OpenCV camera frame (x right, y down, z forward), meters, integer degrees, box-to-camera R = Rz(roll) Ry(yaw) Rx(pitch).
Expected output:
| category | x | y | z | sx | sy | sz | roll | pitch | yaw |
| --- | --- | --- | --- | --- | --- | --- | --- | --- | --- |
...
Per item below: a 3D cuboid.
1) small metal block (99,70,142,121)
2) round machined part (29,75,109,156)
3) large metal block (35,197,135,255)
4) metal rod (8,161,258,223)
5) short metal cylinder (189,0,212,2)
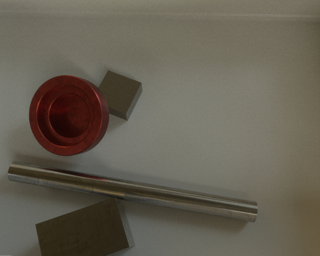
| category | x | y | z | sx | sy | sz | roll | pitch | yaw |
| --- | --- | --- | --- | --- | --- | --- | --- | --- | --- |
| small metal block | -0.058 | -0.045 | 0.425 | 0.050 | 0.025 | 0.050 | 22 | 71 | 7 |
| round machined part | -0.110 | -0.015 | 0.392 | 0.098 | 0.042 | 0.097 | 0 | 92 | 14 |
| large metal block | -0.076 | 0.117 | 0.337 | 0.081 | 0.080 | 0.050 | -18 | 71 | -7 |
| metal rod | -0.035 | 0.078 | 0.380 | 0.302 | 0.025 | 0.025 | 9 | 70 | 3 |
| short metal cylinder | 0.066 | -0.249 | 0.490 | 0.081 | 0.050 | 0.080 | 0 | 70 | 0 |
